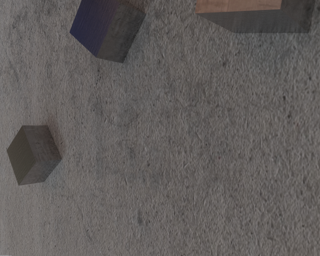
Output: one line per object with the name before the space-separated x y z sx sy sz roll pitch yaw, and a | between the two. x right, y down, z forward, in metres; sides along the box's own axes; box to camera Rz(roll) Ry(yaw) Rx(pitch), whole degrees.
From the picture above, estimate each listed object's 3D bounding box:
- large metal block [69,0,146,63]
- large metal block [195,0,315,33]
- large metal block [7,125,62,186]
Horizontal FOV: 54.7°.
large metal block | -0.078 -0.153 0.454 0.080 0.050 0.080 44 117 31
large metal block | 0.092 -0.124 0.293 0.080 0.081 0.050 14 99 39
large metal block | -0.240 0.051 0.587 0.080 0.050 0.080 -45 63 30
